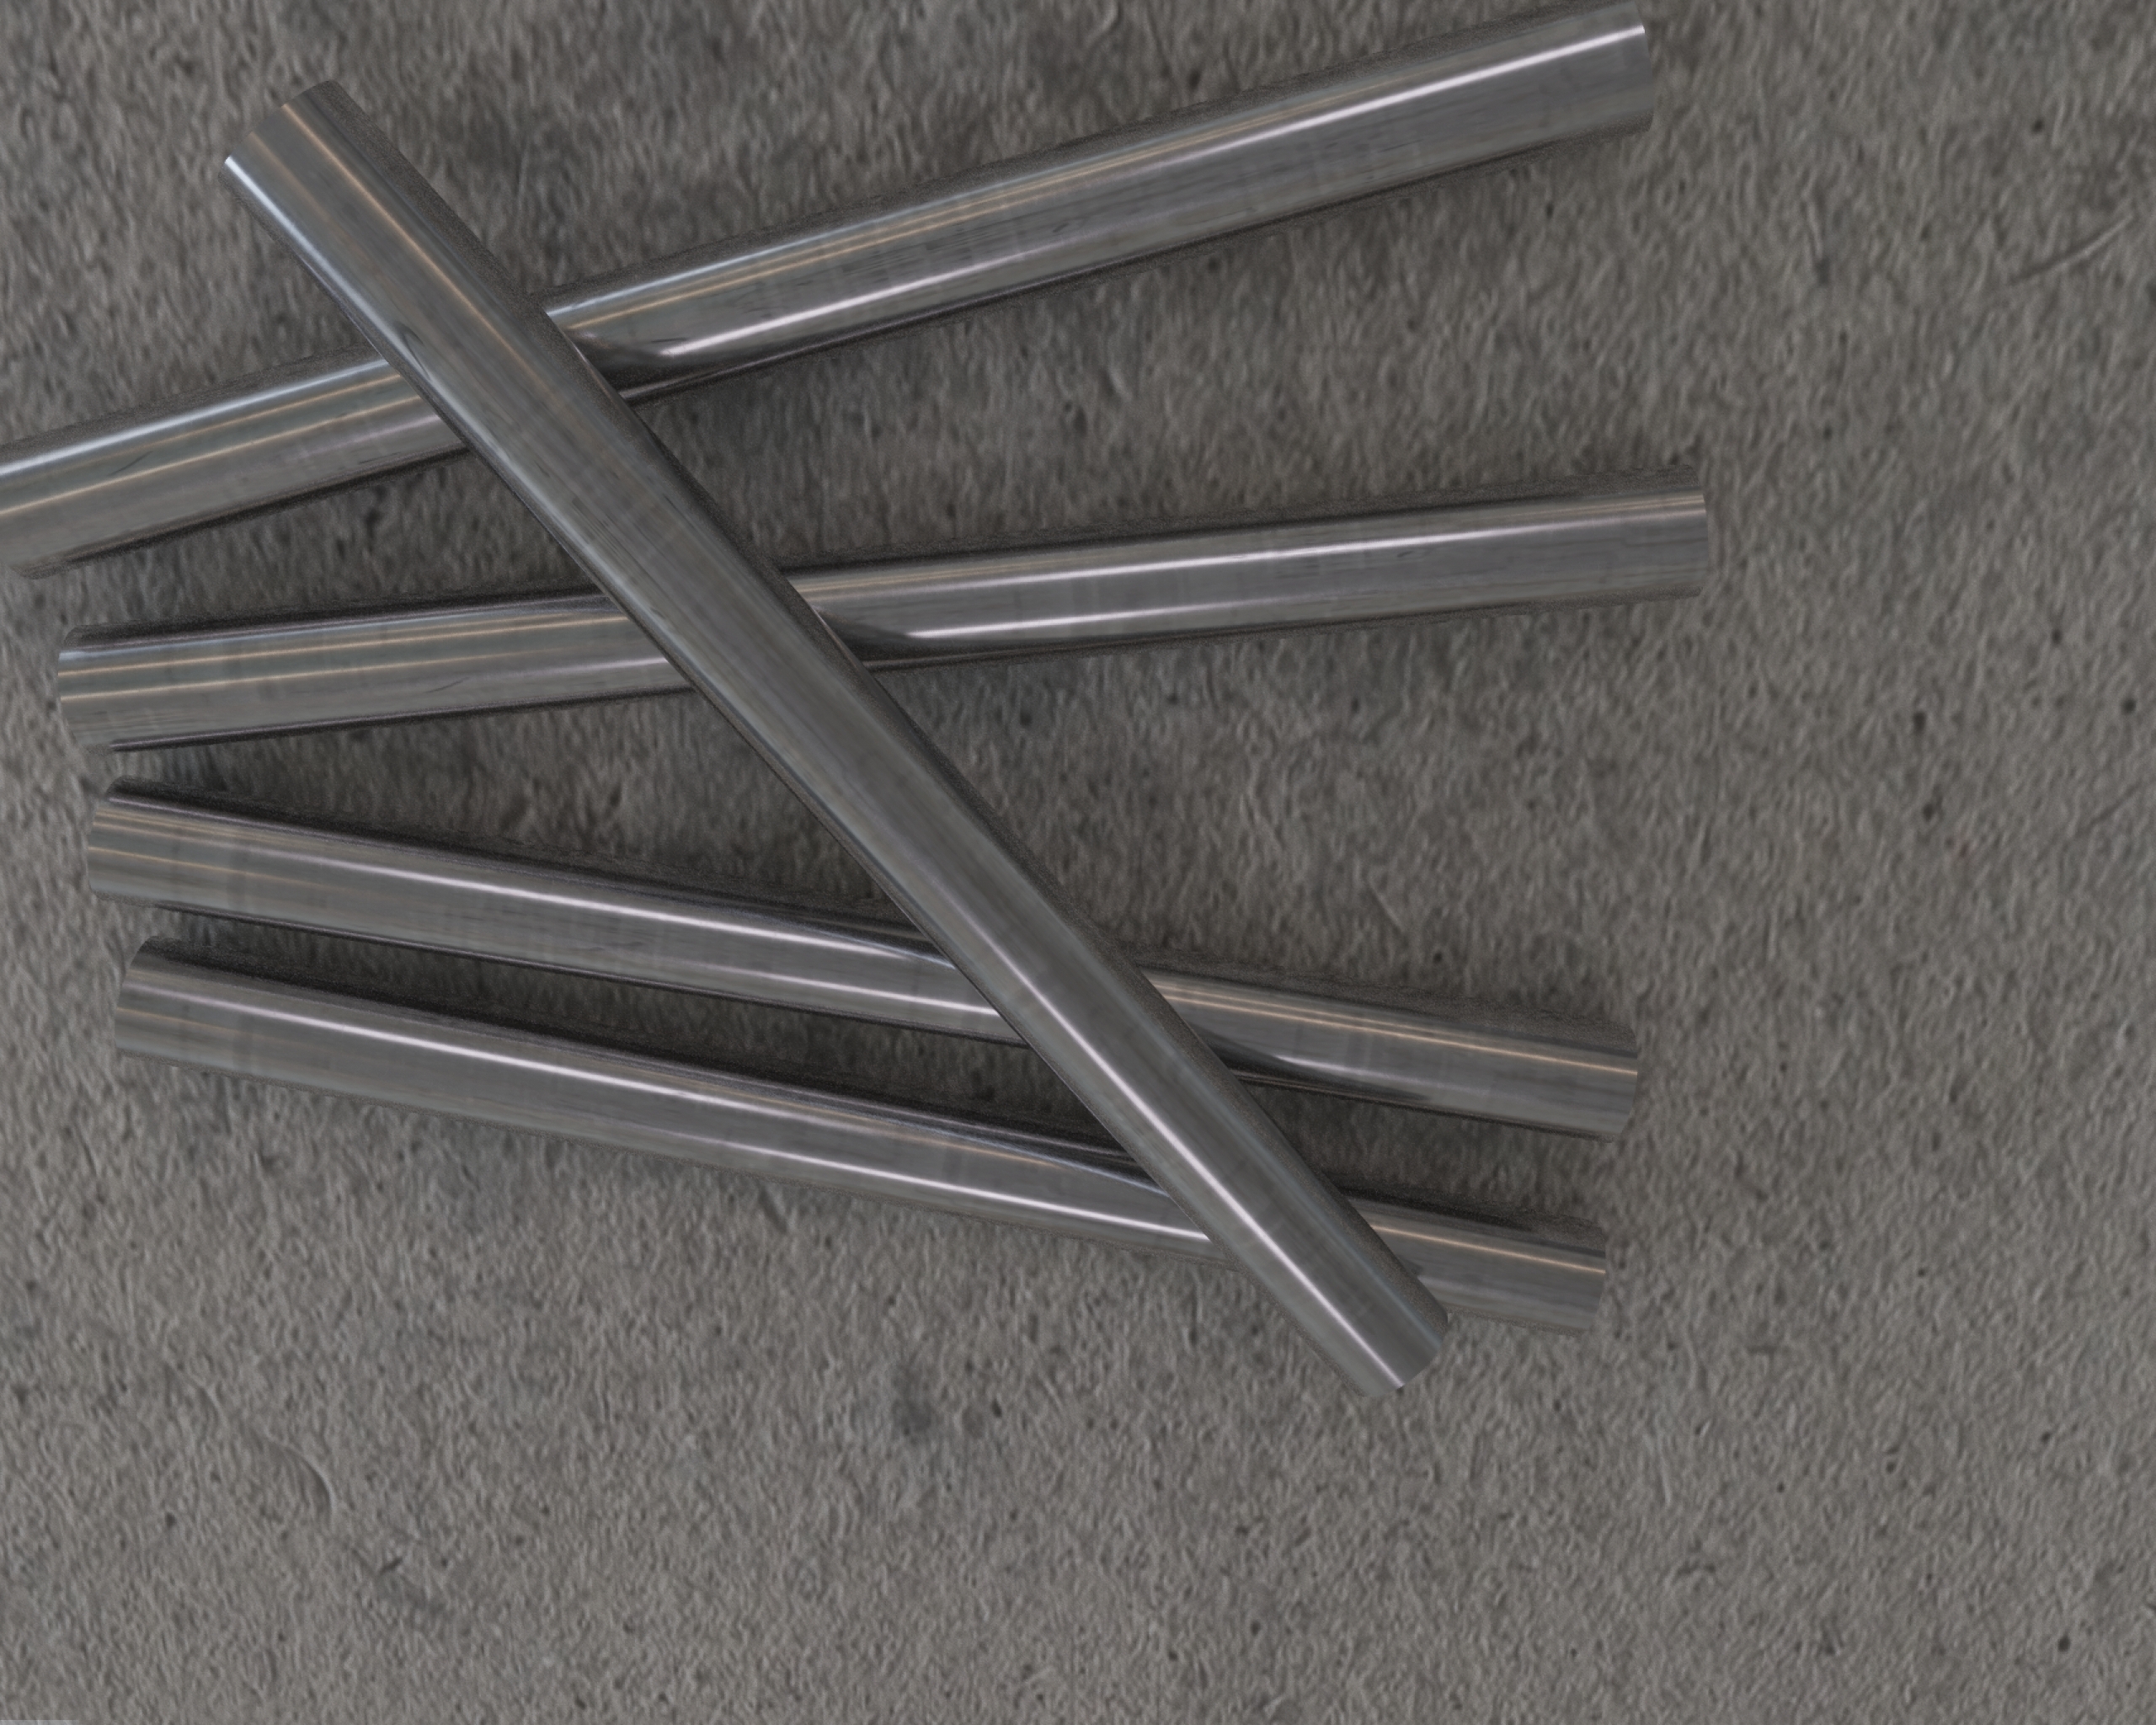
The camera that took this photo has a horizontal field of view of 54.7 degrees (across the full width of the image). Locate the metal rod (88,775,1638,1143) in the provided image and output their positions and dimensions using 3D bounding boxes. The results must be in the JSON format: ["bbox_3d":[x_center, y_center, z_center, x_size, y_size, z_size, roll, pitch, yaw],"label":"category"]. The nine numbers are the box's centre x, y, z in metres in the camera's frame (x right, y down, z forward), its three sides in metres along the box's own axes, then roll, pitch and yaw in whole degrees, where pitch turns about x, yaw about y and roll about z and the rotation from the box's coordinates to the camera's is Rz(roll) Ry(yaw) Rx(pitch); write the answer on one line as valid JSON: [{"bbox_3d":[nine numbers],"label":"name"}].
[{"bbox_3d":[-0.039,0.020,0.416,0.302,0.025,0.025,10,110,-4],"label":"metal rod"}]

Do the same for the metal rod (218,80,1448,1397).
[{"bbox_3d":[-0.033,-0.010,0.377,0.025,0.025,0.300,-38,106,13],"label":"metal rod"}]

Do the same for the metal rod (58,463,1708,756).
[{"bbox_3d":[-0.037,-0.047,0.391,0.302,0.025,0.025,-6,110,2],"label":"metal rod"}]

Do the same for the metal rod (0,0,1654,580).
[{"bbox_3d":[-0.050,-0.101,0.371,0.301,0.025,0.025,-14,110,5],"label":"metal rod"}]

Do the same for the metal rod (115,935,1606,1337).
[{"bbox_3d":[-0.040,0.058,0.430,0.302,0.025,0.025,12,110,-5],"label":"metal rod"}]
